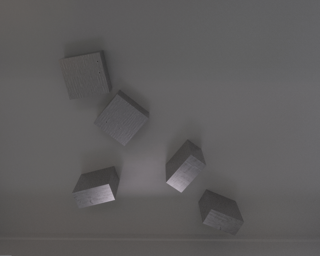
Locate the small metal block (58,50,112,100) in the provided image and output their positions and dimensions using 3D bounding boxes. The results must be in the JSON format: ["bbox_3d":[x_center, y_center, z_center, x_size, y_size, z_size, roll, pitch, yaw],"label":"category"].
[{"bbox_3d":[-0.091,-0.066,0.386,0.050,0.025,0.050,-10,110,3],"label":"small metal block"}]

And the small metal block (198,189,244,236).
[{"bbox_3d":[0.086,0.120,0.443,0.050,0.050,0.025,23,108,-9],"label":"small metal block"}]

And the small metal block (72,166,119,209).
[{"bbox_3d":[-0.086,0.081,0.427,0.050,0.050,0.025,-15,110,5],"label":"small metal block"}]

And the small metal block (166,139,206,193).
[{"bbox_3d":[0.033,0.050,0.416,0.025,0.050,0.050,36,106,-12],"label":"small metal block"}]

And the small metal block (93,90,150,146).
[{"bbox_3d":[-0.050,-0.013,0.406,0.050,0.025,0.050,38,106,-13],"label":"small metal block"}]
